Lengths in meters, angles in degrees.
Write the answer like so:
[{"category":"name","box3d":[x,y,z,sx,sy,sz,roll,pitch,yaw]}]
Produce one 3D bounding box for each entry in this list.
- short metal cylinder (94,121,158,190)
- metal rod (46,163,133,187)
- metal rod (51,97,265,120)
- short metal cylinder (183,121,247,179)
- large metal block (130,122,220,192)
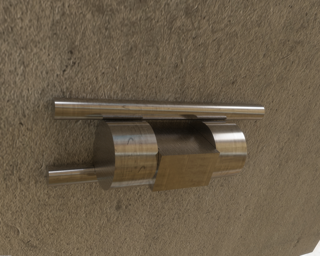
[{"category":"short metal cylinder","box3d":[-0.043,0.031,0.368,0.050,0.080,0.079,-1,119,-28]},{"category":"metal rod","box3d":[-0.002,0.056,0.442,0.303,0.025,0.025,-1,119,-28]},{"category":"metal rod","box3d":[0.018,-0.023,0.404,0.303,0.025,0.025,-1,119,-28]},{"category":"short metal cylinder","box3d":[0.073,0.030,0.430,0.050,0.080,0.079,-1,119,-28]},{"category":"large metal block","box3d":[0.015,0.033,0.398,0.081,0.080,0.050,0,119,-29]}]
